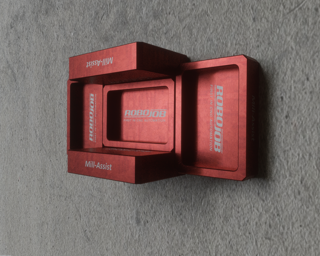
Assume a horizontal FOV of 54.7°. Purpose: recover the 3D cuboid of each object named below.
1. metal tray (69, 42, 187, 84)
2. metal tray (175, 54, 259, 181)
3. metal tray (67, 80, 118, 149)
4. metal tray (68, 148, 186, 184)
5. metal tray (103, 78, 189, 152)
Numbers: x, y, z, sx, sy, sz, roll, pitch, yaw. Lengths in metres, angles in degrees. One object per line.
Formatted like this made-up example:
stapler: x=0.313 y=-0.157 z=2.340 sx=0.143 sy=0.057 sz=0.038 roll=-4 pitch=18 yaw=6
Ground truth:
metal tray: x=-0.042 y=-0.077 z=0.397 sx=0.130 sy=0.091 sz=0.030 roll=1 pitch=91 yaw=39
metal tray: x=0.062 y=-0.011 z=0.350 sx=0.090 sy=0.030 sz=0.129 roll=1 pitch=90 yaw=39
metal tray: x=-0.108 y=-0.017 z=0.490 sx=0.090 sy=0.030 sz=0.129 roll=1 pitch=90 yaw=39
metal tray: x=-0.044 y=0.043 z=0.396 sx=0.130 sy=0.091 sz=0.030 roll=1 pitch=91 yaw=39
metal tray: x=-0.024 y=-0.017 z=0.420 sx=0.130 sy=0.030 sz=0.089 roll=1 pitch=91 yaw=39
